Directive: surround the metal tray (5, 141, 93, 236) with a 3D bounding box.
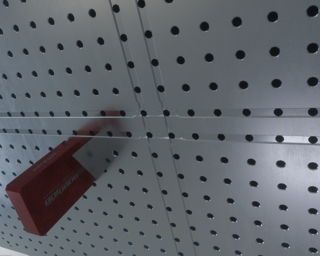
[{"bbox_3d":[-0.165,0.090,0.486,0.030,0.131,0.089,3,120,27],"label":"metal tray"}]

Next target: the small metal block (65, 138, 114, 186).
[{"bbox_3d":[-0.109,0.053,0.485,0.050,0.050,0.025,45,129,-4],"label":"small metal block"}]
